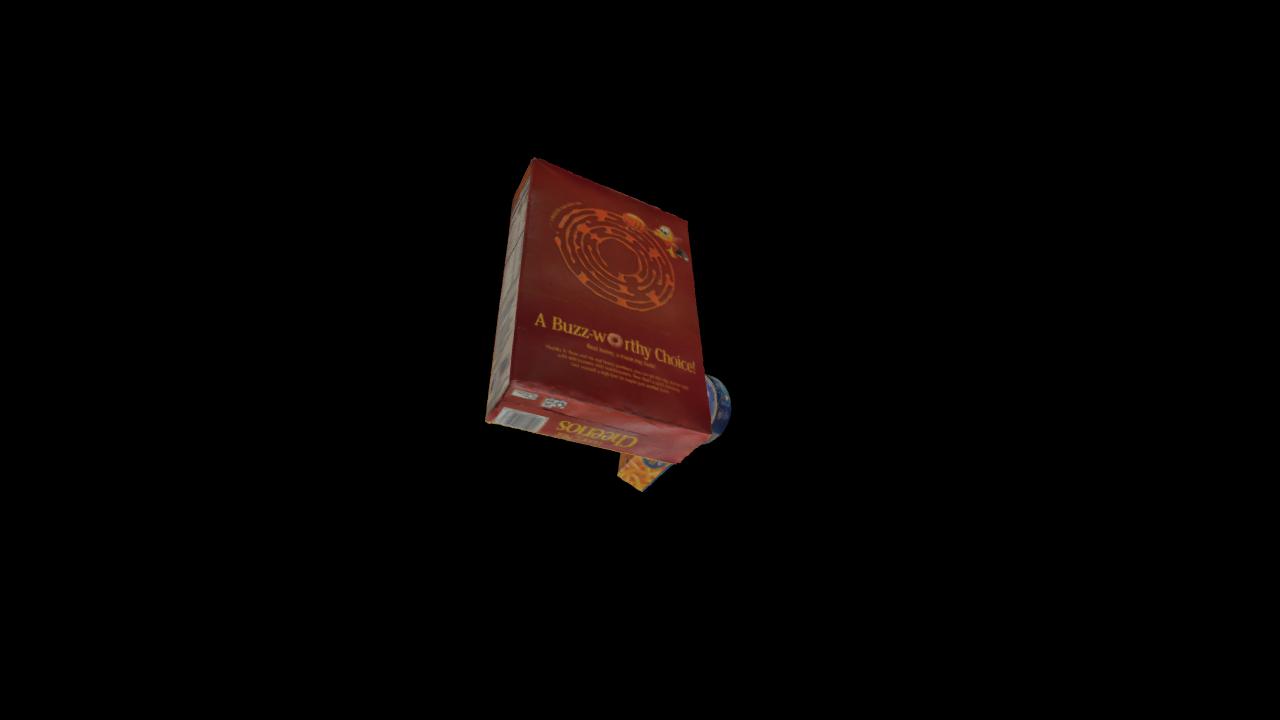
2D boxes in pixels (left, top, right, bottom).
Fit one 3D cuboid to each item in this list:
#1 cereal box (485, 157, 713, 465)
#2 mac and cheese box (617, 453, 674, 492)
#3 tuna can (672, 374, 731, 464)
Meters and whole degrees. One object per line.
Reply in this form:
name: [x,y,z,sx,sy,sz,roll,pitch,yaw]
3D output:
cereal box: [-0.039,-0.058,0.642,0.203,0.306,0.081,16,-41,-25]
mac and cheese box: [0.022,0.050,0.691,0.041,0.093,0.184,36,27,-17]
tuna can: [0.063,0.056,0.709,0.084,0.084,0.034,0,-13,43]
